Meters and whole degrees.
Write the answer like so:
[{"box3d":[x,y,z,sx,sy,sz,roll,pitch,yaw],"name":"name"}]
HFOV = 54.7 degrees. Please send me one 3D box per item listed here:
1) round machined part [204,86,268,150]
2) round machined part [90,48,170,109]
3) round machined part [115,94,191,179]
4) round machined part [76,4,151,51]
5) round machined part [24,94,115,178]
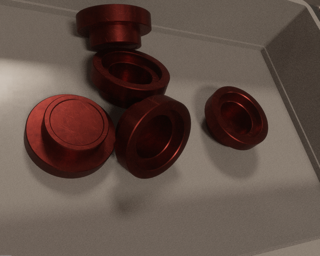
[{"box3d":[0.108,-0.011,0.462,0.099,0.042,0.098,14,56,-21],"name":"round machined part"},{"box3d":[-0.040,-0.061,0.398,0.099,0.042,0.098,13,38,-10],"name":"round machined part"},{"box3d":[-0.013,0.006,0.362,0.099,0.097,0.042,-23,39,-36],"name":"round machined part"},{"box3d":[-0.060,-0.128,0.415,0.099,0.098,0.042,-6,94,-31],"name":"round machined part"},{"box3d":[-0.095,0.003,0.343,0.099,0.042,0.098,14,56,-21],"name":"round machined part"}]
